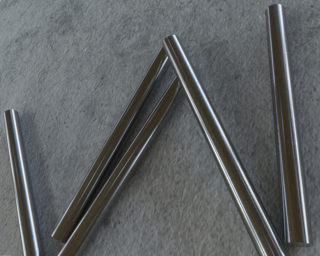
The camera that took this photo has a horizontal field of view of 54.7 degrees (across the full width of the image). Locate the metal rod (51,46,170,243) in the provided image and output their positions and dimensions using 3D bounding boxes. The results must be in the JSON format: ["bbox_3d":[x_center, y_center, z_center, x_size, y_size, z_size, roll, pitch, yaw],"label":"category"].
[{"bbox_3d":[-0.055,0.011,0.424,0.025,0.025,0.300,17,70,34],"label":"metal rod"}]

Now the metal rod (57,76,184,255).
[{"bbox_3d":[-0.042,0.050,0.393,0.025,0.025,0.300,23,74,36],"label":"metal rod"}]

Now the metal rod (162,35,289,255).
[{"bbox_3d":[0.060,0.001,0.351,0.025,0.025,0.299,-27,58,11],"label":"metal rod"}]

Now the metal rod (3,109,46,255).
[{"bbox_3d":[-0.206,0.077,0.462,0.025,0.025,0.300,-35,51,5],"label":"metal rod"}]

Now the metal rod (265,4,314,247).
[{"bbox_3d":[0.139,-0.027,0.346,0.025,0.025,0.299,-7,58,24],"label":"metal rod"}]
